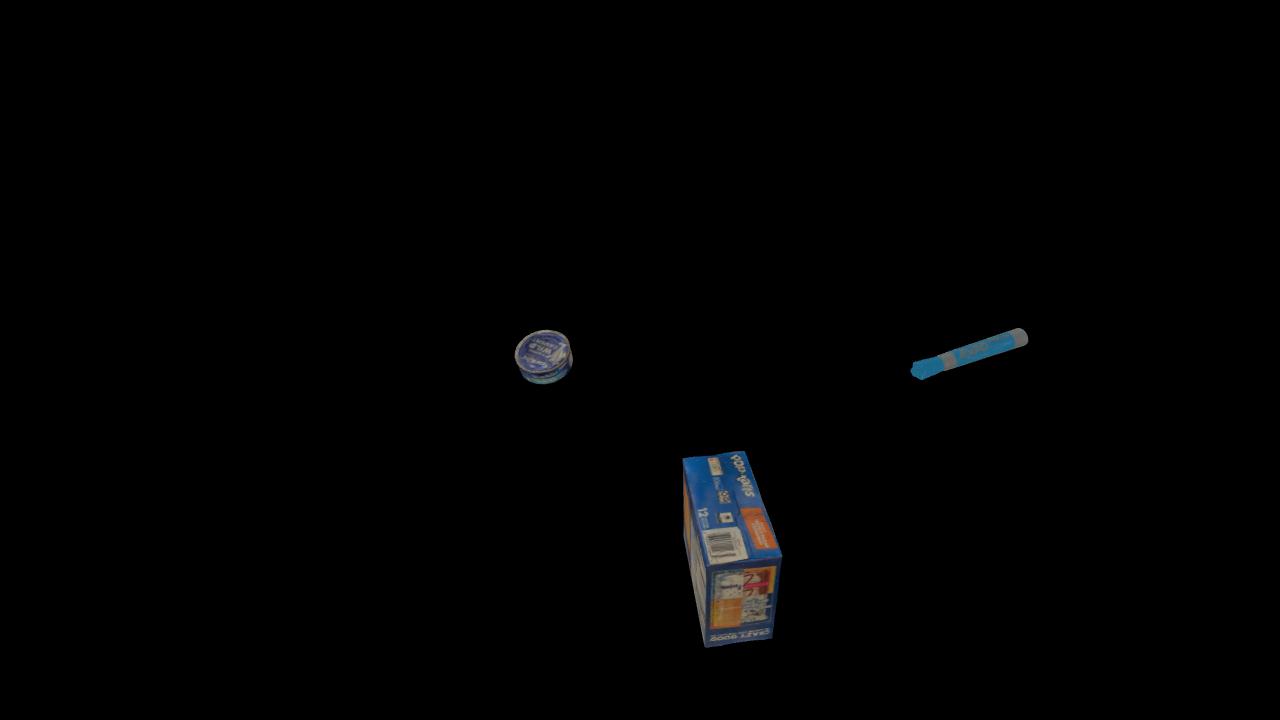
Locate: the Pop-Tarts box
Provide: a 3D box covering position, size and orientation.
[{"bbox_3d":[0.101,0.216,0.722,0.083,0.141,0.167,-4,32,-3],"label":"Pop-Tarts box"}]

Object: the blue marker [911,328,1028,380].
[{"bbox_3d":[0.321,-0.005,0.601,0.121,0.020,0.020,-17,2,-8],"label":"blue marker"}]

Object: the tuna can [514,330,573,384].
[{"bbox_3d":[-0.144,-0.004,0.929,0.084,0.084,0.034,0,-40,7],"label":"tuna can"}]
